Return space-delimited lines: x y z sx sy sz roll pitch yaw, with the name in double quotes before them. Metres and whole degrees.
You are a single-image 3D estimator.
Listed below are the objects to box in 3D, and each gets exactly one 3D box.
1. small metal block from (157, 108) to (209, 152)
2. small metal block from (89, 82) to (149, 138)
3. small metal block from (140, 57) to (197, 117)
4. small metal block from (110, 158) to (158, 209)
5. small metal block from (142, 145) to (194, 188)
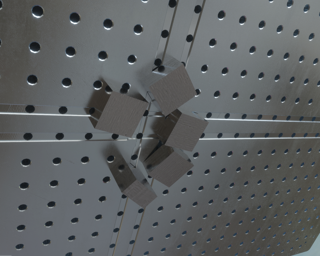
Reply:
"small metal block" 0.032 0.002 0.431 0.050 0.025 0.050 17 109 -35
"small metal block" -0.049 -0.020 0.373 0.050 0.025 0.050 17 110 -35
"small metal block" 0.012 -0.051 0.388 0.050 0.025 0.050 -35 129 -5
"small metal block" -0.036 0.075 0.423 0.025 0.050 0.050 -42 130 0
"small metal block" 0.012 0.053 0.449 0.050 0.025 0.050 -43 130 10
